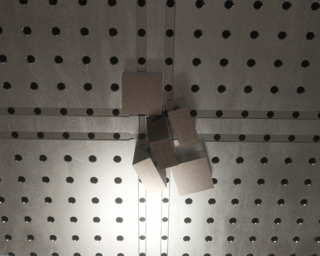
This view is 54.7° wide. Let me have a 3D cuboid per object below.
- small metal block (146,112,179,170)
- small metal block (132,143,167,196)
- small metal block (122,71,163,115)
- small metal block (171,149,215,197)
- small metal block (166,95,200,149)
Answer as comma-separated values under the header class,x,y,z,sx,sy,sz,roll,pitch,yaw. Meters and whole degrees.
class,x,y,z,sx,sy,sz,roll,pitch,yaw
small metal block,0.003,0.017,0.399,0.025,0.050,0.050,-15,130,5
small metal block,-0.013,0.054,0.420,0.025,0.050,0.050,-24,109,8
small metal block,-0.022,-0.045,0.397,0.050,0.025,0.050,2,110,-1
small metal block,0.045,0.063,0.438,0.050,0.025,0.050,-15,110,5
small metal block,0.029,-0.009,0.397,0.025,0.050,0.050,-19,109,6
